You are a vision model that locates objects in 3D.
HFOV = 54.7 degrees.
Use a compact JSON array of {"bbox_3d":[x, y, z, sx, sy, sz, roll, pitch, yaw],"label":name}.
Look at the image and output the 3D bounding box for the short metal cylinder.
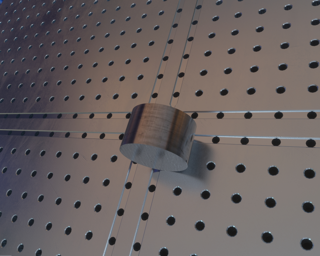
[{"bbox_3d":[-0.001,0.013,0.365,0.080,0.080,0.050,2,63,29],"label":"short metal cylinder"}]
